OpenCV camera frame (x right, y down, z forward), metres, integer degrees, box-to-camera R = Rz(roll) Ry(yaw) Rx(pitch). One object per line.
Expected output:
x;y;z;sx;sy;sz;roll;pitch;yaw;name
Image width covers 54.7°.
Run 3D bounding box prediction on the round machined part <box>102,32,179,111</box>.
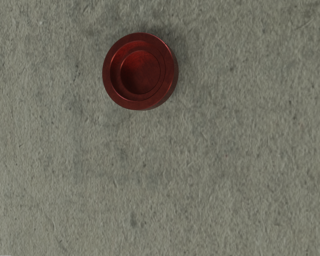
-0.022;-0.071;0.407;0.098;0.042;0.097;0;90;19;round machined part
